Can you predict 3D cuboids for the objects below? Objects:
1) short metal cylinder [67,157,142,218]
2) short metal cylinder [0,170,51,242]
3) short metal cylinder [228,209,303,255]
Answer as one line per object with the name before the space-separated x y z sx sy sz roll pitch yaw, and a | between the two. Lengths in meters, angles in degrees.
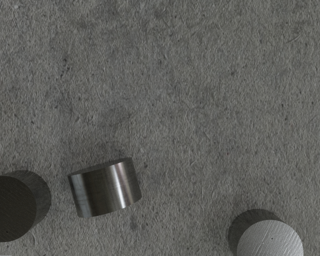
short metal cylinder | -0.067 0.071 0.382 0.080 0.080 0.050 -15 90 0
short metal cylinder | -0.188 0.097 0.396 0.081 0.050 0.080 0 90 0
short metal cylinder | 0.133 0.150 0.398 0.081 0.050 0.080 0 90 0
